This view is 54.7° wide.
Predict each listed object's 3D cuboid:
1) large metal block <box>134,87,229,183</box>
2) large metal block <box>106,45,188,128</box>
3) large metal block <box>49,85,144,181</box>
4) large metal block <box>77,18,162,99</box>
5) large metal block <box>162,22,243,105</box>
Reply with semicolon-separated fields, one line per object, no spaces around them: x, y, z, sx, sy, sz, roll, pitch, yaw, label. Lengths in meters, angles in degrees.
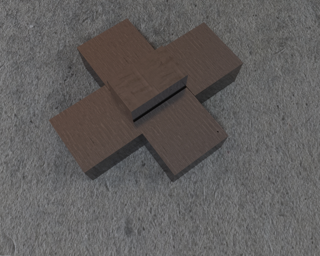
0.025;0.010;0.392;0.080;0.050;0.080;-35;74;-12;large metal block
-0.015;-0.045;0.396;0.080;0.080;0.050;-35;74;-12;large metal block
-0.077;0.007;0.392;0.080;0.050;0.080;-35;74;-12;large metal block
-0.053;-0.089;0.427;0.080;0.050;0.080;-35;74;-12;large metal block
0.052;-0.084;0.426;0.080;0.050;0.080;-35;74;-12;large metal block
